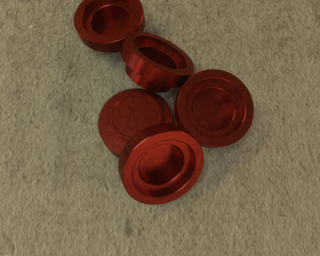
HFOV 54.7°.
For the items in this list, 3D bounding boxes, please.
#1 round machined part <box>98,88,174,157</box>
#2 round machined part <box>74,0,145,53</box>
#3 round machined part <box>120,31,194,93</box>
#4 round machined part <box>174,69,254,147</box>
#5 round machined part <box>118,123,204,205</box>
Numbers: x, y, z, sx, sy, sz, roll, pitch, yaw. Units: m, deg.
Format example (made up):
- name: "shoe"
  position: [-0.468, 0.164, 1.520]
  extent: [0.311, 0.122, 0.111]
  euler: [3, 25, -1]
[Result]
- name: "round machined part"
  position: [-0.031, -0.008, 0.402]
  extent: [0.099, 0.042, 0.098]
  euler: [0, 70, -1]
- name: "round machined part"
  position: [-0.070, -0.149, 0.449]
  extent: [0.099, 0.042, 0.098]
  euler: [-2, 67, 5]
- name: "round machined part"
  position: [-0.007, -0.084, 0.413]
  extent: [0.099, 0.042, 0.098]
  euler: [20, 36, -15]
- name: "round machined part"
  position: [0.066, -0.023, 0.400]
  extent: [0.099, 0.042, 0.097]
  euler: [1, 82, -10]
- name: "round machined part"
  position: [-0.002, 0.038, 0.366]
  extent: [0.099, 0.098, 0.042]
  euler: [-25, 32, -9]
